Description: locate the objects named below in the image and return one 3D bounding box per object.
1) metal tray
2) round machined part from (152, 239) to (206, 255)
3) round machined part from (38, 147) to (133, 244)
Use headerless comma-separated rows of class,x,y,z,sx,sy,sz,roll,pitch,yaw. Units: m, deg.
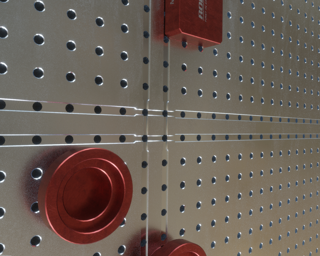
metal tray,0.051,-0.191,0.451,0.091,0.030,0.129,1,90,-40
round machined part,0.018,0.199,0.416,0.099,0.042,0.097,0,90,-40
round machined part,-0.081,0.069,0.332,0.099,0.042,0.097,0,90,-40
